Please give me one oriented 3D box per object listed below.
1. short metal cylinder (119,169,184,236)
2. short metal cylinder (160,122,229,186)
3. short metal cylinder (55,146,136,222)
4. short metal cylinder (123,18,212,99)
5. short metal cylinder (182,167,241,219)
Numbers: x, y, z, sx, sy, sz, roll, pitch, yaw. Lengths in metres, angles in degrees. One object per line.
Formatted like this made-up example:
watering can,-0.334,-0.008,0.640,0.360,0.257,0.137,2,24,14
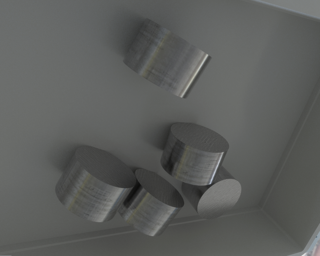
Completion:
short metal cylinder,-0.014,0.101,0.428,0.080,0.080,0.050,26,104,-37
short metal cylinder,0.046,0.033,0.418,0.081,0.080,0.050,3,117,-30
short metal cylinder,-0.076,0.066,0.372,0.080,0.080,0.050,23,106,-37
short metal cylinder,0.008,-0.074,0.331,0.080,0.080,0.050,21,107,-36
short metal cylinder,0.082,0.099,0.499,0.081,0.050,0.079,-14,124,-21
